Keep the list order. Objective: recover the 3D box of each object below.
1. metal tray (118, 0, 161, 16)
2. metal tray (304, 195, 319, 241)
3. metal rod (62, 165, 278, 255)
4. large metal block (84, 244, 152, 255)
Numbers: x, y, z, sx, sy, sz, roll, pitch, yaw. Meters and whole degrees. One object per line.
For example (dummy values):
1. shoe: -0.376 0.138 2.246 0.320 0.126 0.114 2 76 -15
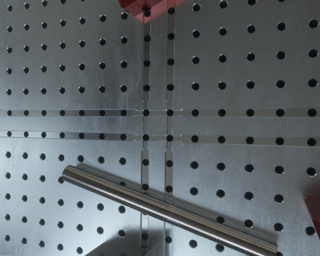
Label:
1. metal tray: -0.029 -0.233 0.419 0.090 0.030 0.129 -23 83 18
2. metal tray: 0.216 0.076 0.301 0.130 0.090 0.030 -21 83 18
3. metal rod: -0.001 0.108 0.412 0.301 0.025 0.025 17 96 19
4. large metal block: -0.061 0.194 0.405 0.080 0.080 0.050 -4 89 20
